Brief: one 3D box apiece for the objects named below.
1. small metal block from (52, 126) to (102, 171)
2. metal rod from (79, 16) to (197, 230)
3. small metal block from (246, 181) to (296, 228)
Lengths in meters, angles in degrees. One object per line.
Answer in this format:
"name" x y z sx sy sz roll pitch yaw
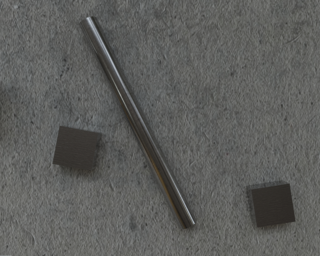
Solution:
"small metal block" -0.108 0.026 0.409 0.050 0.025 0.050 11 90 0
"metal rod" -0.029 -0.006 0.409 0.025 0.025 0.299 -26 90 0
"small metal block" 0.146 0.100 0.411 0.050 0.025 0.050 -9 90 0
